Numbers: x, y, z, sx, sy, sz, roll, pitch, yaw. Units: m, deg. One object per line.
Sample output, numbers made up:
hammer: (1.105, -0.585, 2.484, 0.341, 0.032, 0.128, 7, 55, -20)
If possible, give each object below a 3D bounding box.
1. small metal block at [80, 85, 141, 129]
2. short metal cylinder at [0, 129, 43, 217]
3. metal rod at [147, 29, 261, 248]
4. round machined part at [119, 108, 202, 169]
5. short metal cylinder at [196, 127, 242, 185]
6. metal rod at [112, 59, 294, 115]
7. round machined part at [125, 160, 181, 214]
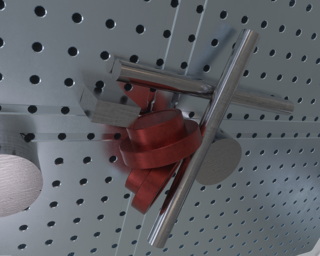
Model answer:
small metal block: (-0.057, -0.024, 0.348, 0.050, 0.050, 0.025, 9, 109, -32)
short metal cylinder: (-0.171, 0.048, 0.331, 0.081, 0.050, 0.079, -14, 124, -21)
metal rod: (0.054, 0.018, 0.401, 0.025, 0.025, 0.299, 20, 97, -36)
round machined part: (-0.002, 0.007, 0.371, 0.099, 0.098, 0.042, -21, 107, -16)
short metal cylinder: (0.072, 0.037, 0.457, 0.081, 0.050, 0.079, -14, 124, -21)
metal rod: (0.079, -0.049, 0.423, 0.302, 0.025, 0.025, 7, 115, -32)
round machined part: (-0.010, 0.061, 0.411, 0.098, 0.042, 0.098, -54, 170, -13)
